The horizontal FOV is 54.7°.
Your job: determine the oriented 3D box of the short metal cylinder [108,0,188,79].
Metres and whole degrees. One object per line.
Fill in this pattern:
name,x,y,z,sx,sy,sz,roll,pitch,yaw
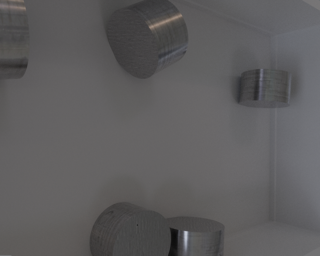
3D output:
short metal cylinder,-0.014,-0.104,0.358,0.050,0.080,0.080,-36,113,-34

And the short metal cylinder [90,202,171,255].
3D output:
short metal cylinder,-0.034,0.132,0.362,0.081,0.050,0.080,0,90,-40

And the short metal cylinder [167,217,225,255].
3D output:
short metal cylinder,0.043,0.151,0.407,0.081,0.080,0.050,6,86,-40

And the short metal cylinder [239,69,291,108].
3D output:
short metal cylinder,0.175,-0.064,0.517,0.081,0.080,0.050,8,85,-40

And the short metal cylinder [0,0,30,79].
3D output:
short metal cylinder,-0.145,-0.079,0.249,0.050,0.080,0.079,-11,97,-40
